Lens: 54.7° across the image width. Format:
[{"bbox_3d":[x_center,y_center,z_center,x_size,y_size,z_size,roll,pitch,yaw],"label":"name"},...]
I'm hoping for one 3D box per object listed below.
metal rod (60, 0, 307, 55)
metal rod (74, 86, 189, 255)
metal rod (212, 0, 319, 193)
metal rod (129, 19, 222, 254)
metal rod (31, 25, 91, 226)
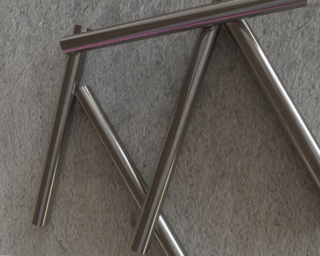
[{"bbox_3d":[0.012,-0.127,0.376,0.301,0.025,0.025,-6,88,19],"label":"metal rod"},{"bbox_3d":[-0.035,0.072,0.420,0.025,0.025,0.299,-35,79,16],"label":"metal rod"},{"bbox_3d":[0.141,-0.029,0.359,0.025,0.025,0.299,-29,81,17],"label":"metal rod"},{"bbox_3d":[0.019,0.009,0.385,0.025,0.025,0.298,18,90,19],"label":"metal rod"},{"bbox_3d":[-0.147,-0.001,0.459,0.025,0.025,0.298,16,95,19],"label":"metal rod"}]
